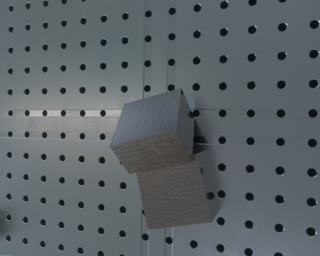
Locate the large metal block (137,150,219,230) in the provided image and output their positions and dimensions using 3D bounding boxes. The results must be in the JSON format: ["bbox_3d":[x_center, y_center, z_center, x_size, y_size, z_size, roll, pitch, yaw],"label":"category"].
[{"bbox_3d":[0.023,0.077,0.392,0.080,0.050,0.080,-13,86,19],"label":"large metal block"}]

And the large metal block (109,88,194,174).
[{"bbox_3d":[-0.005,0.003,0.379,0.080,0.080,0.050,-13,127,19],"label":"large metal block"}]
